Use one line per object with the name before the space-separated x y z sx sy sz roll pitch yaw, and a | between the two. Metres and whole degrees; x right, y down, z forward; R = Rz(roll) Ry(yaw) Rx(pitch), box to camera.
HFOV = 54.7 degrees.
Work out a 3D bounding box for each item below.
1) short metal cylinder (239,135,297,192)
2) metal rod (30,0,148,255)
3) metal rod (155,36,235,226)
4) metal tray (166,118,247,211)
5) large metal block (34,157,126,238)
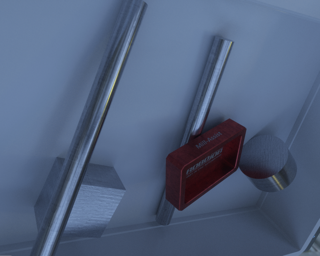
short metal cylinder | 0.176 0.058 0.508 0.080 0.080 0.050 -44 130 2
metal rod | -0.078 0.009 0.326 0.025 0.025 0.298 19 94 -36
metal rod | 0.043 0.020 0.446 0.025 0.025 0.298 2 118 -30
metal tray | 0.067 0.051 0.448 0.131 0.030 0.089 -28 135 -31
large metal block | -0.103 0.090 0.393 0.081 0.050 0.080 17 110 -35
